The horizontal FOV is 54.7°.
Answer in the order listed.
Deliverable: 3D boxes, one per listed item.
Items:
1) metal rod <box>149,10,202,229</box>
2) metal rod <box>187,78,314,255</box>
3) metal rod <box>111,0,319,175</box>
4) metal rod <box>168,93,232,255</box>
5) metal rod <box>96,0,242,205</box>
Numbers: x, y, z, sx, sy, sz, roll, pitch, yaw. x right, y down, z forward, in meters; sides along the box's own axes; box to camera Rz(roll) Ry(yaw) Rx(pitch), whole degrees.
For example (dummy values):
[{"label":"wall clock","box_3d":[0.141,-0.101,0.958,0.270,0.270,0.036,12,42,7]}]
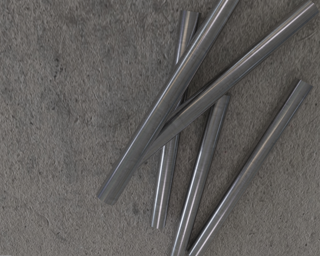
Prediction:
[{"label":"metal rod","box_3d":[0.016,0.003,0.410,0.025,0.025,0.298,7,110,-3]},{"label":"metal rod","box_3d":[0.118,0.069,0.435,0.025,0.025,0.298,24,108,-9]},{"label":"metal rod","box_3d":[0.061,-0.042,0.374,0.300,0.025,0.025,-41,106,5]},{"label":"metal rod","box_3d":[0.049,0.092,0.443,0.025,0.025,0.298,11,110,-4]},{"label":"metal rod","box_3d":[0.016,-0.044,0.355,0.025,0.025,0.299,31,92,-11]}]
